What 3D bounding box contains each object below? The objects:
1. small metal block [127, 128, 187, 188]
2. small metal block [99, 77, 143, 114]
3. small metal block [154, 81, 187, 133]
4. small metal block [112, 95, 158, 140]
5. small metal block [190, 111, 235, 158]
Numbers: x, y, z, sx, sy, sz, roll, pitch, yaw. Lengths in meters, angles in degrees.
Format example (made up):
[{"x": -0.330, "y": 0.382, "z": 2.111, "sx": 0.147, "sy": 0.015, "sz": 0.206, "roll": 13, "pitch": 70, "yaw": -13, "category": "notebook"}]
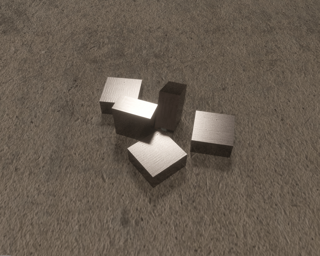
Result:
[{"x": -0.003, "y": 0.035, "z": 0.374, "sx": 0.050, "sy": 0.025, "sz": 0.050, "roll": -31, "pitch": 57, "yaw": -24, "category": "small metal block"}, {"x": -0.054, "y": -0.045, "z": 0.440, "sx": 0.050, "sy": 0.025, "sz": 0.050, "roll": 5, "pitch": 50, "yaw": 4, "category": "small metal block"}, {"x": 0.014, "y": -0.028, "z": 0.400, "sx": 0.025, "sy": 0.050, "sz": 0.050, "roll": 13, "pitch": 25, "yaw": 10, "category": "small metal block"}, {"x": -0.030, "y": -0.011, "z": 0.395, "sx": 0.050, "sy": 0.050, "sz": 0.025, "roll": 16, "pitch": 52, "yaw": 12, "category": "small metal block"}, {"x": 0.068, "y": 0.007, "z": 0.398, "sx": 0.050, "sy": 0.025, "sz": 0.050, "roll": 8, "pitch": 50, "yaw": 6, "category": "small metal block"}]
